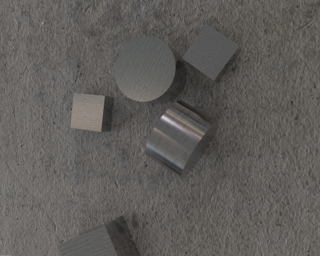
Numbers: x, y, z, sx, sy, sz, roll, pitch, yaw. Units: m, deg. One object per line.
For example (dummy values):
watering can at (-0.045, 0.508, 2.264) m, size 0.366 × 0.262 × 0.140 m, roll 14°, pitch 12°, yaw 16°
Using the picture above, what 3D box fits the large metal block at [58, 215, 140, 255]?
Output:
large metal block at (-0.078, 0.177, 0.423) m, size 0.080 × 0.050 × 0.080 m, roll -28°, pitch 81°, yaw 18°

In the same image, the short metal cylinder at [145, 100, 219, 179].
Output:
short metal cylinder at (0.027, 0.014, 0.370) m, size 0.050 × 0.080 × 0.080 m, roll 33°, pitch 101°, yaw 17°

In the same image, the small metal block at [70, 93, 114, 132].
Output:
small metal block at (-0.097, -0.022, 0.443) m, size 0.050 × 0.025 × 0.050 m, roll 7°, pitch 92°, yaw 19°

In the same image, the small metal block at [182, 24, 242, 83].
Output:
small metal block at (0.065, -0.092, 0.386) m, size 0.050 × 0.025 × 0.050 m, roll 39°, pitch 102°, yaw 15°

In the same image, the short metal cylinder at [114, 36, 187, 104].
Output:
short metal cylinder at (-0.011, -0.072, 0.400) m, size 0.080 × 0.050 × 0.080 m, roll 0°, pitch 90°, yaw 20°
